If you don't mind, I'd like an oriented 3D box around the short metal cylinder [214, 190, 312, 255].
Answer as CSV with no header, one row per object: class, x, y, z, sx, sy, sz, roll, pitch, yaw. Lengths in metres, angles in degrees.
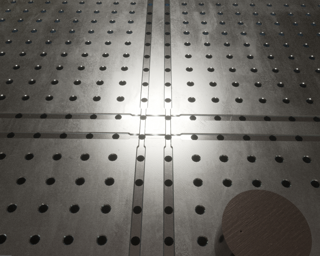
short metal cylinder,0.097,0.108,0.302,0.081,0.050,0.080,0,50,0
